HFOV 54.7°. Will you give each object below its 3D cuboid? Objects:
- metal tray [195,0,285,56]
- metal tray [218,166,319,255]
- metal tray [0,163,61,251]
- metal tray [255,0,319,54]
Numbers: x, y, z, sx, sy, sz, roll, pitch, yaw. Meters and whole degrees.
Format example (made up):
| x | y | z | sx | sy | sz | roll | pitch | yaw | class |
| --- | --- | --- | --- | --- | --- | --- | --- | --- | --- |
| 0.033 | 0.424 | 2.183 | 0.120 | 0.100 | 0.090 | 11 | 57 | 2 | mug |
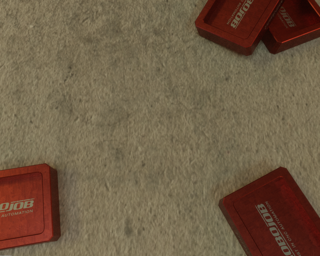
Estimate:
| x | y | z | sx | sy | sz | roll | pitch | yaw | class |
| --- | --- | --- | --- | --- | --- | --- | --- | --- | --- |
| 0.122 | -0.180 | 0.445 | 0.090 | 0.030 | 0.130 | 31 | 89 | 21 | metal tray |
| 0.140 | 0.123 | 0.362 | 0.091 | 0.030 | 0.130 | -26 | 72 | -10 | metal tray |
| -0.190 | 0.098 | 0.367 | 0.131 | 0.030 | 0.090 | -9 | 70 | -4 | metal tray |
| 0.183 | -0.185 | 0.475 | 0.091 | 0.030 | 0.130 | -22 | 72 | -8 | metal tray |
